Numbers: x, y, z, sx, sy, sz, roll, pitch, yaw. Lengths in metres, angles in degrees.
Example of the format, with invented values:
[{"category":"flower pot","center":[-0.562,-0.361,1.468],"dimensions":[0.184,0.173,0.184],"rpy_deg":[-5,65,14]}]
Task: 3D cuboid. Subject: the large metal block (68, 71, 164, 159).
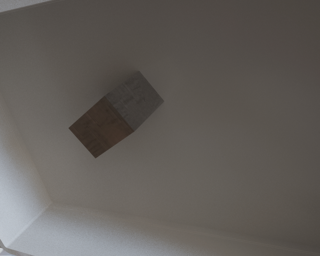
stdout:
[{"category":"large metal block","center":[-0.053,-0.017,0.389],"dimensions":[0.080,0.080,0.050],"rpy_deg":[-33,100,38]}]
